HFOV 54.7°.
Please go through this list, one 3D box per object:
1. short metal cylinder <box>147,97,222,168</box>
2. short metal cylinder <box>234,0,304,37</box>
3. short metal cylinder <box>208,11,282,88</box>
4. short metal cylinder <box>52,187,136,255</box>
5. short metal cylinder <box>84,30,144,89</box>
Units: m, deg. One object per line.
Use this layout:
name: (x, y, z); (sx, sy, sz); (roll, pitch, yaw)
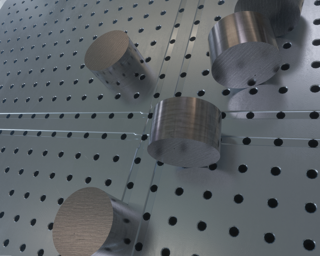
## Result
short metal cylinder: (0.029, 0.007, 0.353); (0.080, 0.080, 0.050); (-6, 59, 25)
short metal cylinder: (0.142, -0.164, 0.399); (0.080, 0.080, 0.050); (8, 66, 31)
short metal cylinder: (0.101, -0.093, 0.377); (0.080, 0.080, 0.050); (-14, 56, 20)
short metal cylinder: (-0.076, 0.115, 0.361); (0.080, 0.050, 0.080); (-13, 56, 21)
short metal cylinder: (-0.073, -0.109, 0.497); (0.080, 0.050, 0.080); (-13, 56, 21)
